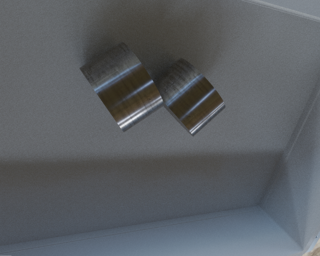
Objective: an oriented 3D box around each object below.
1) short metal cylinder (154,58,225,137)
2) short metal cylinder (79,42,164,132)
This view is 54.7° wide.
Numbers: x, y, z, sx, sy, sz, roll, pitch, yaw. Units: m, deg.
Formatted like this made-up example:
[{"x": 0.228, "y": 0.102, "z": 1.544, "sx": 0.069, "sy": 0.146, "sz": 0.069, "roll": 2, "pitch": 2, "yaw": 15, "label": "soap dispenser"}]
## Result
[{"x": 0.031, "y": -0.036, "z": 0.368, "sx": 0.050, "sy": 0.080, "sz": 0.080, "roll": -42, "pitch": 129, "yaw": 1, "label": "short metal cylinder"}, {"x": -0.040, "y": -0.042, "z": 0.325, "sx": 0.050, "sy": 0.080, "sz": 0.080, "roll": -34, "pitch": 129, "yaw": -6, "label": "short metal cylinder"}]
